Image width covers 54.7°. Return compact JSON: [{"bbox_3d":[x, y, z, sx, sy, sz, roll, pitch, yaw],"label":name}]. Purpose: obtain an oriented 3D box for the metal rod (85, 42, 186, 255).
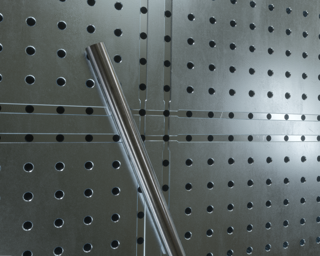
[{"bbox_3d":[-0.028,0.037,0.403,0.025,0.025,0.298,-23,98,-19],"label":"metal rod"}]
